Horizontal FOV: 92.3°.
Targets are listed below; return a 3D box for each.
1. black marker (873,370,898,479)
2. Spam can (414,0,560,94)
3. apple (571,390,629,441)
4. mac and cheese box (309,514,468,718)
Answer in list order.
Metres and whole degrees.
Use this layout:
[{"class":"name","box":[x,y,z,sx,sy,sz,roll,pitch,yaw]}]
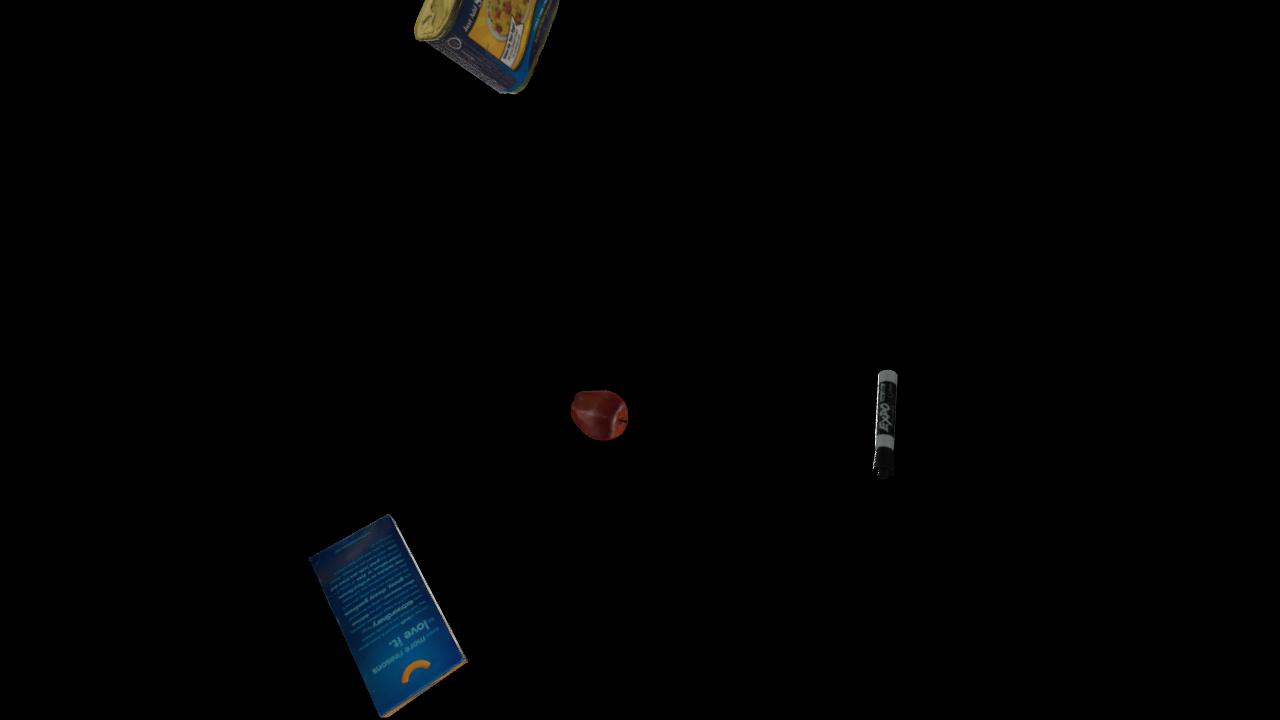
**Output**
[{"class":"black marker","box":[0.239,0.061,0.598,0.020,0.121,0.020,13,-37,10]},{"class":"Spam can","box":[-0.123,-0.287,0.508,0.058,0.101,0.085,24,3,42]},{"class":"apple","box":[-0.061,0.085,0.955,0.093,0.079,0.079,17,6,20]},{"class":"mac and cheese box","box":[-0.271,0.269,0.662,0.093,0.184,0.041,-28,-23,-22]}]
